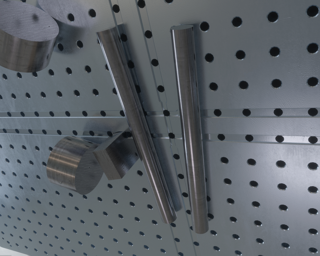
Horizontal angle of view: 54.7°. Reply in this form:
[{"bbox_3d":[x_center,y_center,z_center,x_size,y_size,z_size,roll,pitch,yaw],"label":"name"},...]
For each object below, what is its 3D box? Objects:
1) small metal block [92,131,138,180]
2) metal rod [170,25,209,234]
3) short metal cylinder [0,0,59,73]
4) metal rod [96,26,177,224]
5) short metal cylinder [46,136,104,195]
[{"bbox_3d":[-0.064,0.040,0.454,0.025,0.050,0.050,-13,112,33],"label":"small metal block"},{"bbox_3d":[0.043,0.022,0.402,0.025,0.025,0.298,6,121,25],"label":"metal rod"},{"bbox_3d":[-0.177,-0.117,0.396,0.080,0.080,0.050,38,129,3],"label":"short metal cylinder"},{"bbox_3d":[-0.025,0.012,0.431,0.025,0.025,0.298,-3,117,29],"label":"metal rod"},{"bbox_3d":[-0.126,0.057,0.477,0.050,0.080,0.079,15,124,20],"label":"short metal cylinder"}]
